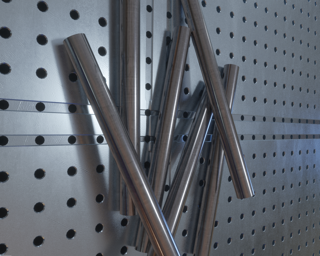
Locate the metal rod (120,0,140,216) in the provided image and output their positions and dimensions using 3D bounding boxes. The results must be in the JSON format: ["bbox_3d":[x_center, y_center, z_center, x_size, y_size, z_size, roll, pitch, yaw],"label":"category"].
[{"bbox_3d":[-0.036,-0.046,0.377,0.025,0.025,0.298,0,90,-40],"label":"metal rod"}]

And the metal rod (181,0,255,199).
[{"bbox_3d":[0.080,-0.048,0.439,0.025,0.025,0.299,-15,89,-39],"label":"metal rod"}]

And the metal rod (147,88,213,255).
[{"bbox_3d":[0.034,0.058,0.416,0.025,0.025,0.300,39,60,-33],"label":"metal rod"}]

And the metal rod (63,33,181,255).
[{"bbox_3d":[-0.033,0.041,0.341,0.025,0.025,0.299,-26,94,-37],"label":"metal rod"}]

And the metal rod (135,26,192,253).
[{"bbox_3d":[0.006,0.009,0.412,0.025,0.025,0.299,17,80,-39],"label":"metal rod"}]

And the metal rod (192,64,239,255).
[{"bbox_3d":[0.088,0.046,0.481,0.025,0.025,0.299,18,79,-39],"label":"metal rod"}]
